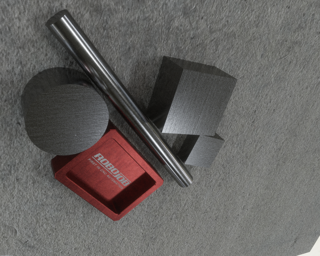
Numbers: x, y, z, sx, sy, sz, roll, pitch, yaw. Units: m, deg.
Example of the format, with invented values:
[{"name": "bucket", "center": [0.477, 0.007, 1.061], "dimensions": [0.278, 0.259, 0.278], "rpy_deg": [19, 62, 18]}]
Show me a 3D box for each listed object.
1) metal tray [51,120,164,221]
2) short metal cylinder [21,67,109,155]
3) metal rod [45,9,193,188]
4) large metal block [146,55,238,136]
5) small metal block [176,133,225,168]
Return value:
[{"name": "metal tray", "center": [-0.064, 0.059, 0.408], "dimensions": [0.090, 0.030, 0.130], "rpy_deg": [-39, 130, -2]}, {"name": "short metal cylinder", "center": [-0.101, -0.018, 0.327], "dimensions": [0.081, 0.050, 0.079], "rpy_deg": [-14, 125, -21]}, {"name": "metal rod", "center": [-0.029, -0.011, 0.386], "dimensions": [0.025, 0.025, 0.300], "rpy_deg": [-39, 130, -3]}, {"name": "large metal block", "center": [0.038, -0.039, 0.390], "dimensions": [0.081, 0.050, 0.079], "rpy_deg": [4, 116, -31]}, {"name": "small metal block", "center": [0.061, 0.029, 0.462], "dimensions": [0.050, 0.025, 0.050], "rpy_deg": [14, 111, -34]}]
